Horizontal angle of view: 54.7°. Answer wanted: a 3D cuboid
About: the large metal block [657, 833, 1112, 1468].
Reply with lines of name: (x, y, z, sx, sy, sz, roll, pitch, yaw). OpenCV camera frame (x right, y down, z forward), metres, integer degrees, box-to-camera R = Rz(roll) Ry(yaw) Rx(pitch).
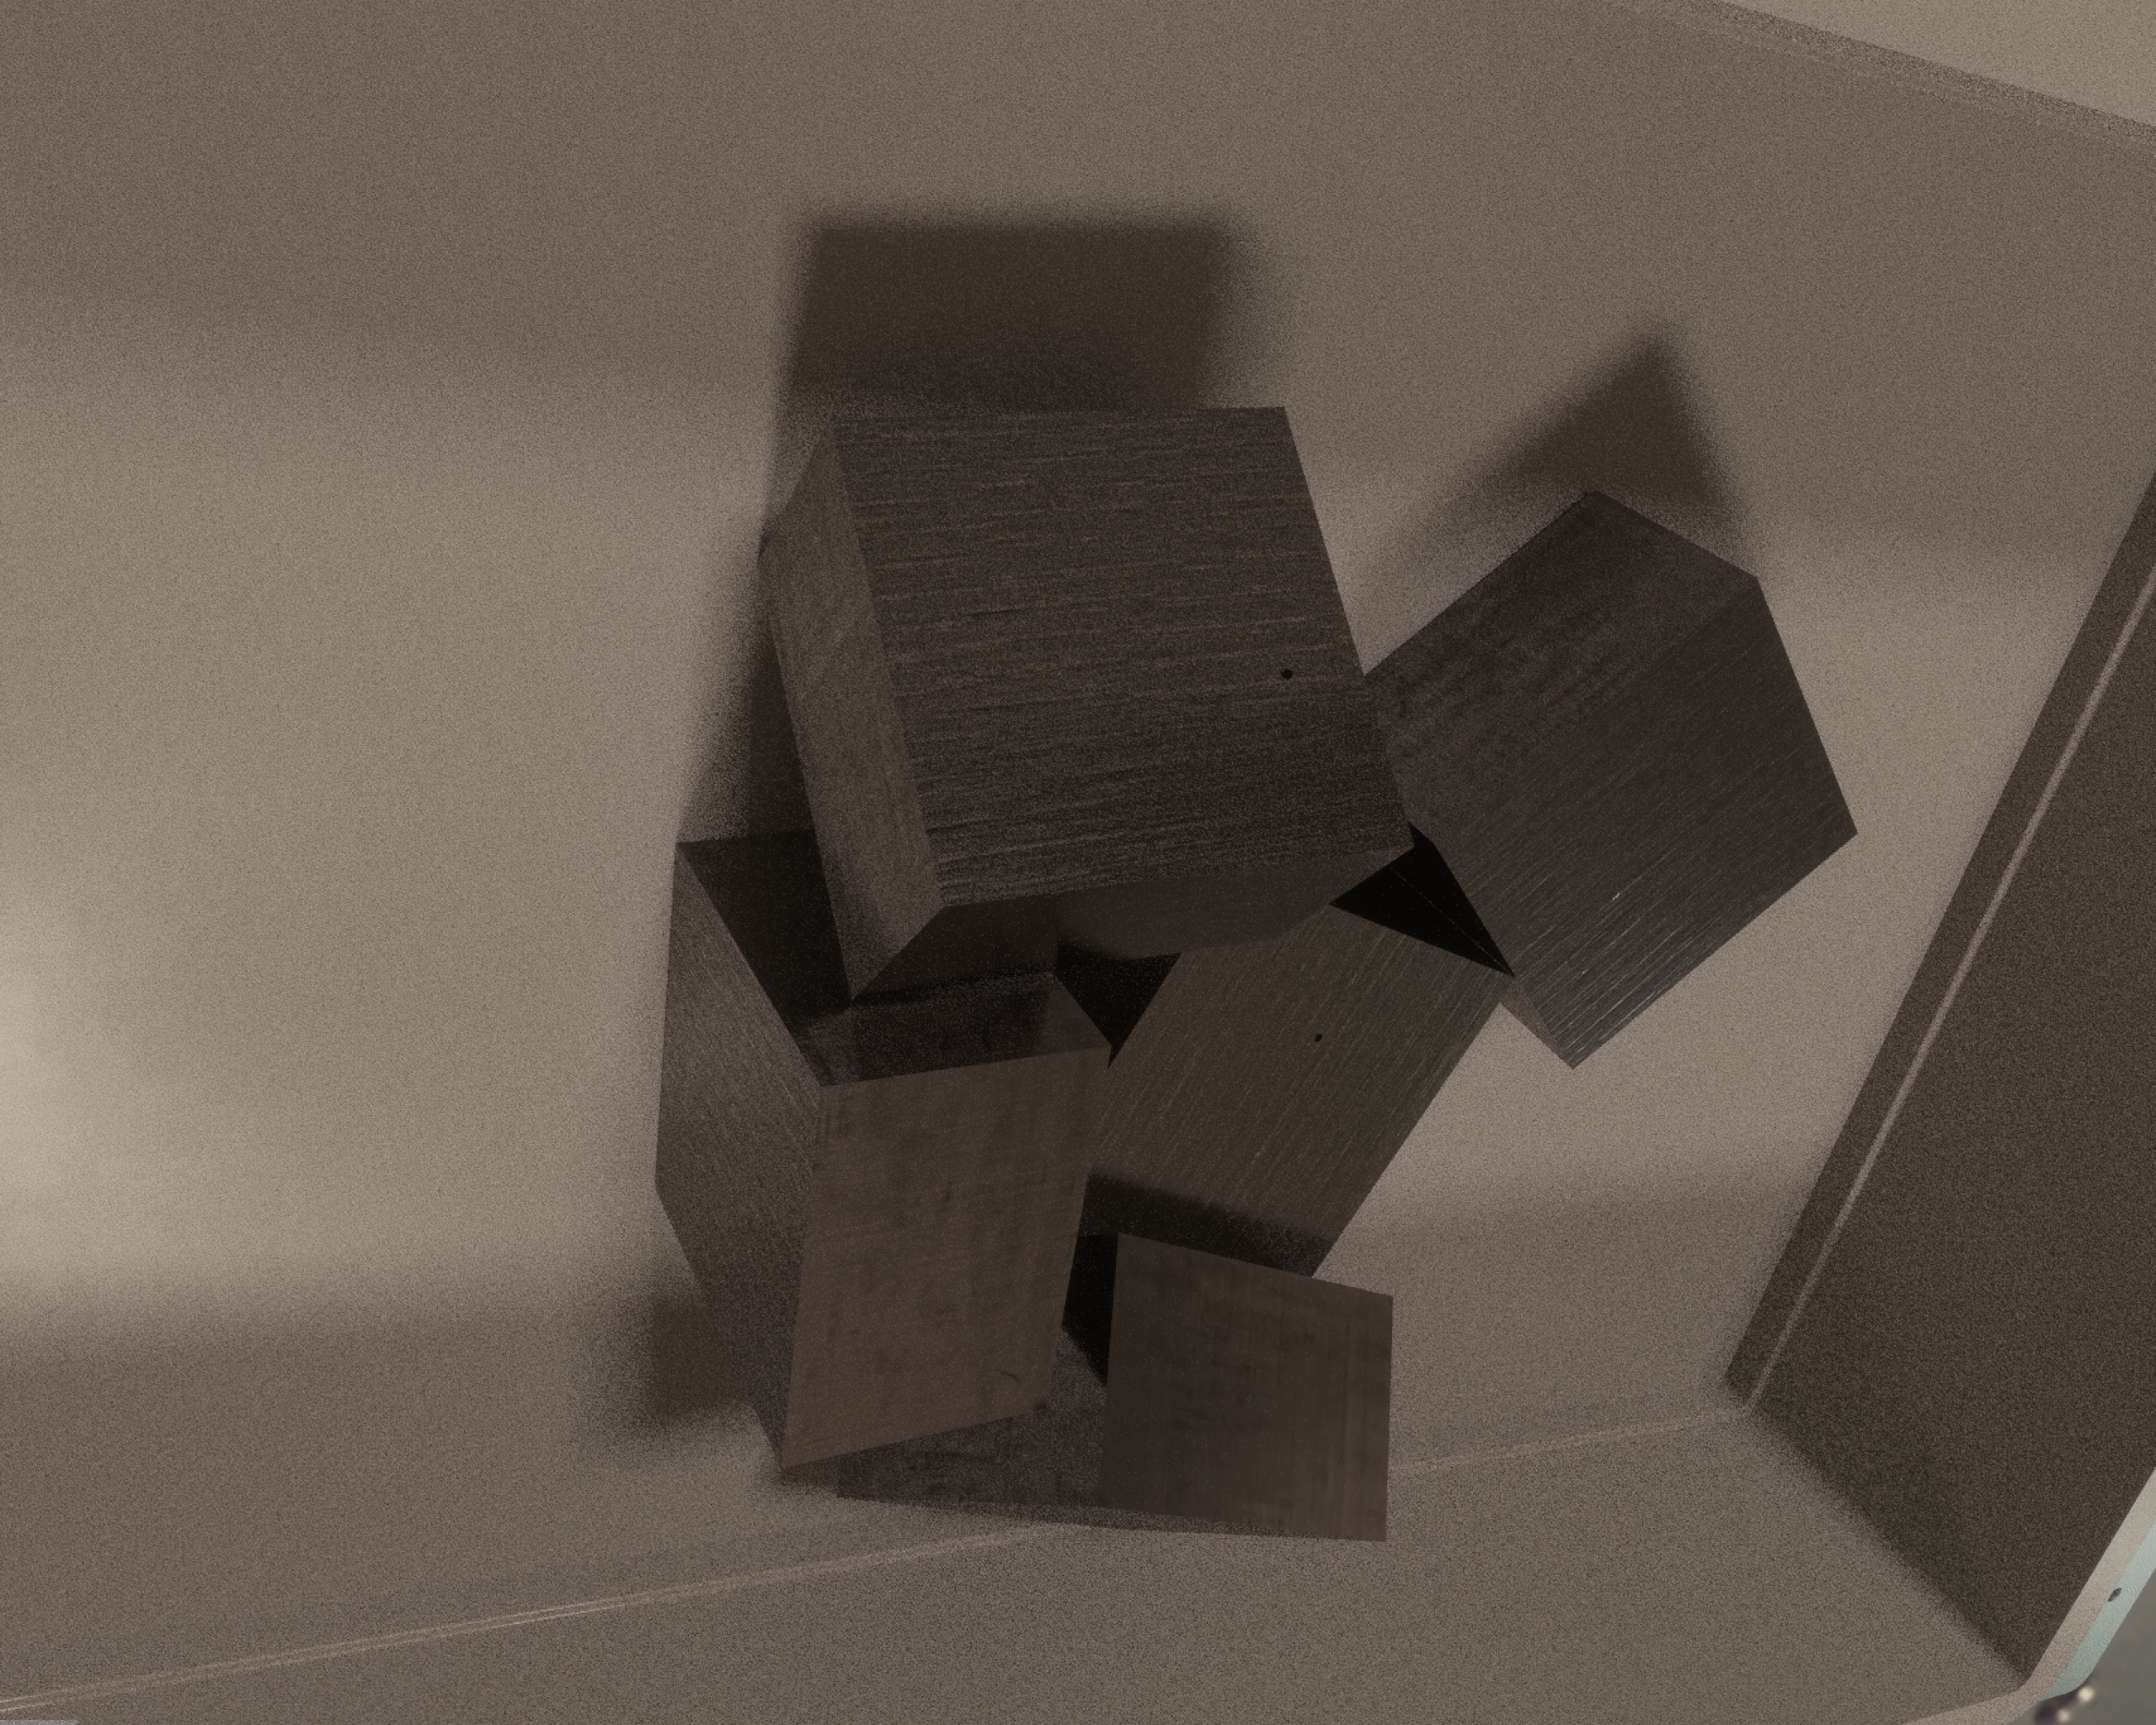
large metal block: (-0.040, 0.048, 0.381, 0.050, 0.080, 0.079, -6, 121, -26)

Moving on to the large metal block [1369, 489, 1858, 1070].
large metal block: (0.107, -0.017, 0.441, 0.080, 0.050, 0.080, -40, 130, -2)

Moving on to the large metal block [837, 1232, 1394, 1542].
large metal block: (0.008, 0.112, 0.439, 0.080, 0.080, 0.050, 21, 65, -38)

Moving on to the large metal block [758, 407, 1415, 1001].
large metal block: (-0.001, -0.027, 0.348, 0.081, 0.080, 0.050, -7, 163, -24)

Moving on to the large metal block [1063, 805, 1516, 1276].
large metal block: (0.028, 0.033, 0.430, 0.080, 0.050, 0.080, 21, 107, -36)
